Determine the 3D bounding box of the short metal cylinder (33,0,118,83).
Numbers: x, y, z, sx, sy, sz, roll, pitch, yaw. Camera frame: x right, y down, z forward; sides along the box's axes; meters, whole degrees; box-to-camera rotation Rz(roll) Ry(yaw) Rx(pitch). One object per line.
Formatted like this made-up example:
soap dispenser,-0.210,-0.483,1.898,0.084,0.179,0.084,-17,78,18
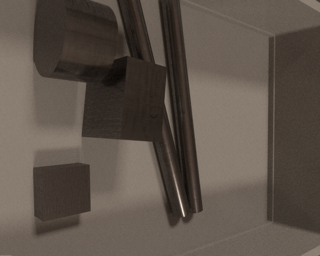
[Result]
short metal cylinder,-0.084,-0.086,0.301,0.050,0.080,0.079,2,89,-40

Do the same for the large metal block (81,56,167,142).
large metal block,-0.041,-0.027,0.338,0.050,0.080,0.080,7,86,-40

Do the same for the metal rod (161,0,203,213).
metal rod,0.032,-0.028,0.435,0.025,0.025,0.298,-12,98,-40

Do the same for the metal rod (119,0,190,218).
metal rod,-0.005,-0.023,0.404,0.025,0.025,0.298,-23,105,-38

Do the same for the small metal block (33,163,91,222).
small metal block,-0.102,0.065,0.323,0.050,0.025,0.050,-2,92,-40
